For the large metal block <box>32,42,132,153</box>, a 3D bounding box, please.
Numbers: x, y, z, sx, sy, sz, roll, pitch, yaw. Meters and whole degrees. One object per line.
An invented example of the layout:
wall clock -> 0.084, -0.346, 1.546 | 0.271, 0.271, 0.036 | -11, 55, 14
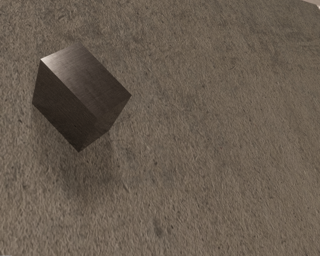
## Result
large metal block -> -0.089, -0.032, 0.341 | 0.080, 0.080, 0.050 | 46, 51, 3
